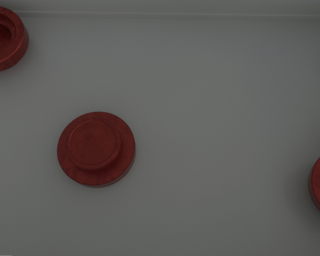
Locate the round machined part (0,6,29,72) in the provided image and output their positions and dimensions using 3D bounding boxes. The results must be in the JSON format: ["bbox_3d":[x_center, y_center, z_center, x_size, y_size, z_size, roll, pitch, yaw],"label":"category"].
[{"bbox_3d":[-0.237,-0.121,0.441,0.099,0.042,0.098,1,71,-3],"label":"round machined part"}]

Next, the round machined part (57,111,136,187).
[{"bbox_3d":[-0.081,0.024,0.391,0.099,0.042,0.098,0,70,0],"label":"round machined part"}]

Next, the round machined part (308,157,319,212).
[{"bbox_3d":[0.229,0.072,0.368,0.098,0.042,0.098,-5,66,11],"label":"round machined part"}]
